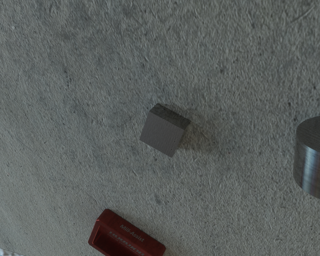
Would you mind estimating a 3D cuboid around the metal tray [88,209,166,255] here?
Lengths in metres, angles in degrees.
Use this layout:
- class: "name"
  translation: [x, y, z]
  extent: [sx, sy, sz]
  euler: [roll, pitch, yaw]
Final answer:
- class: "metal tray"
  translation: [-0.064, 0.216, 0.570]
  extent: [0.130, 0.030, 0.089]
  euler: [31, 128, 8]

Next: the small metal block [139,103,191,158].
- class: "small metal block"
  translation: [0.006, 0.003, 0.406]
  extent: [0.050, 0.025, 0.050]
  euler: [29, 128, 10]

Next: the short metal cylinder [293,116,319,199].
- class: "short metal cylinder"
  translation: [0.173, 0.027, 0.297]
  extent: [0.080, 0.080, 0.050]
  euler: [6, 121, 25]
